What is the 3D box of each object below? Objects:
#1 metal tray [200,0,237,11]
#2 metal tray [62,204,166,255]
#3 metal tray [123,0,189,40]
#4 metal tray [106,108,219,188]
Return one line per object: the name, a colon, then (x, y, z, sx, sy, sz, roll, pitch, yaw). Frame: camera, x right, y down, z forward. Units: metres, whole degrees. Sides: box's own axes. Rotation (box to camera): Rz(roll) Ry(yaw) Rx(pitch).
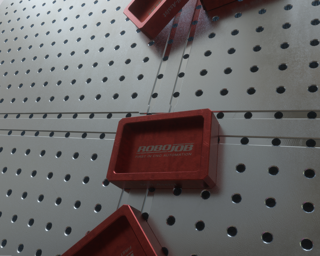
metal tray: (0.123, -0.246, 0.490, 0.130, 0.030, 0.090, -15, 56, 19)
metal tray: (-0.060, 0.159, 0.337, 0.130, 0.030, 0.090, -39, 51, 1)
metal tray: (0.005, -0.218, 0.511, 0.130, 0.030, 0.090, -45, 44, 11)
metal tray: (0.003, 0.027, 0.385, 0.130, 0.030, 0.090, -5, 59, 25)
